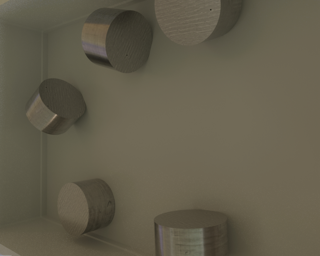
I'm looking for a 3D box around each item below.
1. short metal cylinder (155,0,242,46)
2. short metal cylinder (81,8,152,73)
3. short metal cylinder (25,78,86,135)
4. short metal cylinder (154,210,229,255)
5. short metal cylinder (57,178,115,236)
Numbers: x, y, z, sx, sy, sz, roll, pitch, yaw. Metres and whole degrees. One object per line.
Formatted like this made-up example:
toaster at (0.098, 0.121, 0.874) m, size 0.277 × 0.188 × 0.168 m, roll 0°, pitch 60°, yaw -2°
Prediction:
short metal cylinder at (0.041, -0.135, 0.340) m, size 0.080 × 0.050 × 0.079 m, roll 18°, pitch 121°, yaw 32°
short metal cylinder at (-0.057, -0.119, 0.418) m, size 0.050 × 0.081 × 0.079 m, roll 23°, pitch 104°, yaw 38°
short metal cylinder at (-0.172, -0.035, 0.514) m, size 0.050 × 0.081 × 0.080 m, roll -39°, pitch 66°, yaw 33°
short metal cylinder at (0.035, 0.125, 0.343) m, size 0.080 × 0.081 × 0.050 m, roll -4°, pitch 88°, yaw 40°
short metal cylinder at (-0.116, 0.123, 0.487) m, size 0.080 × 0.050 × 0.080 m, roll 0°, pitch 90°, yaw 40°
